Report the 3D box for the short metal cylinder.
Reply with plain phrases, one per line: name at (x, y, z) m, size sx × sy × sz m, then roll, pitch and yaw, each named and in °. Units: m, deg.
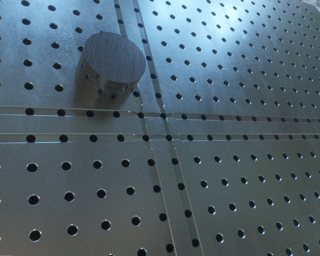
short metal cylinder at (-0.065, -0.078, 0.406) m, size 0.081 × 0.050 × 0.080 m, roll 14°, pitch 56°, yaw -21°
